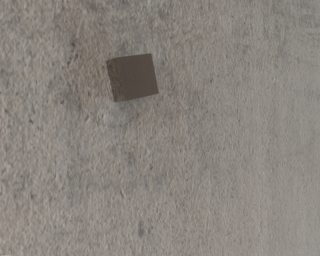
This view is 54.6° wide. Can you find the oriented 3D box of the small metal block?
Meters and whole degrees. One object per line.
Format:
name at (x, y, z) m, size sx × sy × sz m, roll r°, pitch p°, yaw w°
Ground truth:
small metal block at (-0.033, -0.061, 0.376) m, size 0.050 × 0.025 × 0.050 m, roll -18°, pitch 102°, yaw -38°
